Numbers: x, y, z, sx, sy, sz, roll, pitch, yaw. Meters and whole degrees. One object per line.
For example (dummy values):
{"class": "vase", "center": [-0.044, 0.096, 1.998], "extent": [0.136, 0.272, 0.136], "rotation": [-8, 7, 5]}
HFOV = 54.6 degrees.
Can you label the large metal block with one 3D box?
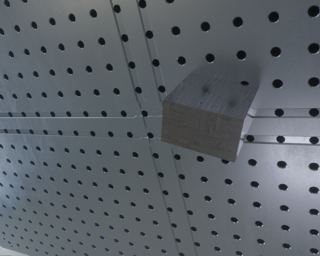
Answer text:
{"class": "large metal block", "center": [0.055, -0.016, 0.337], "extent": [0.080, 0.080, 0.050], "rotation": [16, 125, 19]}
